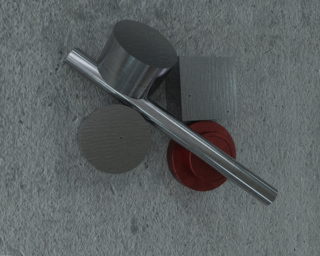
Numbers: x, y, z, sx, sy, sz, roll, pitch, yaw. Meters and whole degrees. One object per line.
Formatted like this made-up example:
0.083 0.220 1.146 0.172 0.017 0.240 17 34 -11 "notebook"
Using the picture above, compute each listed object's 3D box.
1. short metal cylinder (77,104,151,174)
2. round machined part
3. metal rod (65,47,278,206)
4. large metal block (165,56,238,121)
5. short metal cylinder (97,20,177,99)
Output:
-0.058 0.013 0.377 0.081 0.050 0.080 0 90 -20 "short metal cylinder"
0.063 0.038 0.424 0.099 0.042 0.097 0 90 -20 "round machined part"
0.017 0.000 0.381 0.301 0.025 0.025 35 78 -3 "metal rod"
0.055 -0.051 0.415 0.081 0.050 0.079 -3 91 -20 "large metal block"
-0.027 -0.081 0.367 0.080 0.050 0.080 21 43 -21 "short metal cylinder"
